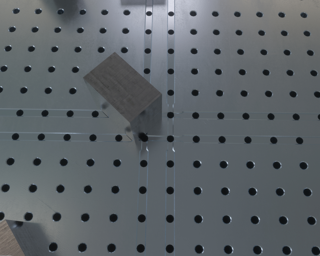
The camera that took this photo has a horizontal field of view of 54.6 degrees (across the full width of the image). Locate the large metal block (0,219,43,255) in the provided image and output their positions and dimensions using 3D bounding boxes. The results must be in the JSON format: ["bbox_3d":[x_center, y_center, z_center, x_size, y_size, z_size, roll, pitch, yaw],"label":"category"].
[{"bbox_3d":[-0.176,0.160,0.339,0.080,0.050,0.080,-35,74,-12],"label":"large metal block"}]

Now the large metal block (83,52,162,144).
[{"bbox_3d":[-0.044,-0.035,0.395,0.080,0.080,0.050,43,76,14],"label":"large metal block"}]
